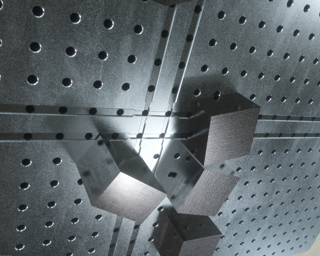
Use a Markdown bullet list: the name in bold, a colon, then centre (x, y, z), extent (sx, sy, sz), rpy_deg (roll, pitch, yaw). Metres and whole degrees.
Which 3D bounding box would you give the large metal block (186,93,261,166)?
- **large metal block**: centre (0.089, 0.000, 0.446), extent (0.081, 0.050, 0.079), rpy_deg (-11, 123, -23)

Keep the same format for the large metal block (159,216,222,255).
- **large metal block**: centre (0.053, 0.207, 0.554), extent (0.081, 0.050, 0.079), rpy_deg (1, 118, -29)

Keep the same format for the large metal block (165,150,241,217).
- **large metal block**: centre (0.066, 0.089, 0.488), extent (0.081, 0.050, 0.080), rpy_deg (17, 110, -35)

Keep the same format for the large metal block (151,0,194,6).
- **large metal block**: centre (0.028, -0.173, 0.304), extent (0.081, 0.050, 0.079), rpy_deg (-19, 126, -17)

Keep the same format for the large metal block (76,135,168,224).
- **large metal block**: centre (-0.049, 0.064, 0.390), extent (0.050, 0.080, 0.080), rpy_deg (-50, 129, 7)
